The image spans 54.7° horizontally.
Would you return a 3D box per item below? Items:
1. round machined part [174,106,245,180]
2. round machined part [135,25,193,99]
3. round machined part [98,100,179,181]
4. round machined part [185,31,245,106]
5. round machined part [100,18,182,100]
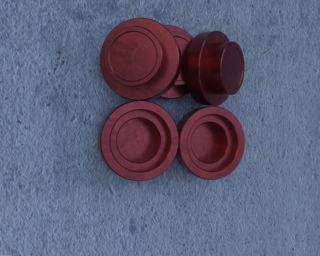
[{"bbox_3d":[0.063,0.019,0.426,0.099,0.042,0.097,0,90,-21],"label":"round machined part"},{"bbox_3d":[0.014,-0.087,0.407,0.099,0.042,0.097,0,90,-21],"label":"round machined part"},{"bbox_3d":[-0.030,0.015,0.391,0.099,0.042,0.097,0,90,-21],"label":"round machined part"},{"bbox_3d":[0.078,-0.078,0.408,0.099,0.042,0.097,-11,104,-50],"label":"round machined part"},{"bbox_3d":[-0.026,-0.082,0.367,0.098,0.042,0.097,1,93,13],"label":"round machined part"}]
